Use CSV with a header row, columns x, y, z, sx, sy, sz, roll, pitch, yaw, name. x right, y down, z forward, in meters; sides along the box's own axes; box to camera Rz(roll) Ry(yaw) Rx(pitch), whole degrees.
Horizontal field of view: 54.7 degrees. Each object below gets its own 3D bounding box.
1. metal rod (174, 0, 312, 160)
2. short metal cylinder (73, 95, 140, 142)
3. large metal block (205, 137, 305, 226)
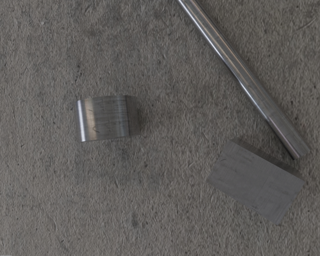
x,y,z,sx,sy,sz,roll,pitch,yaw,name
0.081,-0.093,0.380,0.025,0.025,0.299,-36,79,16,metal rod
-0.069,-0.011,0.404,0.080,0.080,0.050,-8,87,20,short metal cylinder
0.105,0.053,0.343,0.080,0.080,0.050,30,100,17,large metal block
